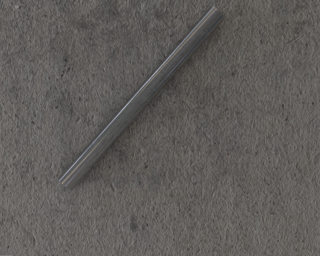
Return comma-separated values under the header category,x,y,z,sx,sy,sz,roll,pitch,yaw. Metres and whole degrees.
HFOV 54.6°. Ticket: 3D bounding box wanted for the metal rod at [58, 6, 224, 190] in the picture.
category,x,y,z,sx,sy,sz,roll,pitch,yaw
metal rod,-0.024,-0.039,0.409,0.025,0.025,0.300,42,90,0
